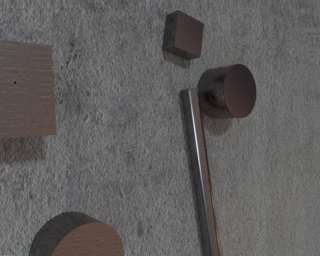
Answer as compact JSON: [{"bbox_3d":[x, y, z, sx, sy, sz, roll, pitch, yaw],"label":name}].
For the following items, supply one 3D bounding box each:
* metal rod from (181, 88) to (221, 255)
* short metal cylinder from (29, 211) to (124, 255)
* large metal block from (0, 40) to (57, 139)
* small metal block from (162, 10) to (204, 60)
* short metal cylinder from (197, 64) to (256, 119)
[{"bbox_3d":[0.065,0.091,0.458,0.025,0.025,0.298,-15,100,-39],"label":"metal rod"},{"bbox_3d":[-0.085,0.131,0.318,0.081,0.050,0.079,0,90,-40],"label":"short metal cylinder"},{"bbox_3d":[-0.142,-0.031,0.270,0.081,0.050,0.079,-4,93,-40],"label":"large metal block"},{"bbox_3d":[0.033,-0.128,0.432,0.050,0.025,0.050,11,83,-39],"label":"small metal block"},{"bbox_3d":[0.103,-0.054,0.475,0.081,0.050,0.079,0,90,-40],"label":"short metal cylinder"}]
